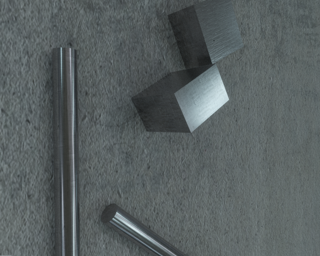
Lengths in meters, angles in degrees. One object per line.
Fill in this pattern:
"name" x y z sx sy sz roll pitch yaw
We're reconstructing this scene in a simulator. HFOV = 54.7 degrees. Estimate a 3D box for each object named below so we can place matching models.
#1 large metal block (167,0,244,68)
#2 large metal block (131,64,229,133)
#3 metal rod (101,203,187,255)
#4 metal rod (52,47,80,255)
"large metal block" 0.068 -0.140 0.448 0.081 0.050 0.080 -34 111 -35
"large metal block" 0.026 -0.037 0.392 0.080 0.080 0.050 -38 114 -34
"metal rod" 0.032 0.190 0.434 0.300 0.025 0.025 45 63 -31
"metal rod" -0.097 0.068 0.324 0.025 0.025 0.298 -1 91 -40
